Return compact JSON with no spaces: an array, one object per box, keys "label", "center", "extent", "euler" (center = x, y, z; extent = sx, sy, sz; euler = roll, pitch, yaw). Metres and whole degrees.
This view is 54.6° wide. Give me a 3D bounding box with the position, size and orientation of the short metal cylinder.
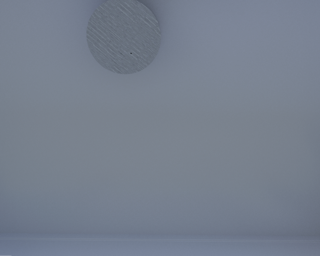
[{"label":"short metal cylinder","center":[-0.039,-0.107,0.358],"extent":[0.080,0.050,0.079],"euler":[0,110,0]}]
